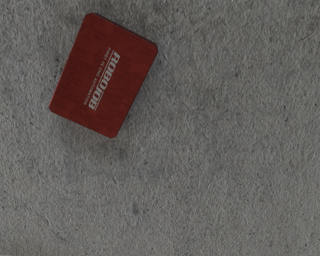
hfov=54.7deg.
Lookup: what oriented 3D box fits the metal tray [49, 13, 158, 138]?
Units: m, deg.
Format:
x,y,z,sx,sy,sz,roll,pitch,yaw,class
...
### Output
x,y,z,sx,sy,sz,roll,pitch,yaw,class
-0.070,-0.062,0.383,0.090,0.030,0.129,25,108,-9,metal tray
